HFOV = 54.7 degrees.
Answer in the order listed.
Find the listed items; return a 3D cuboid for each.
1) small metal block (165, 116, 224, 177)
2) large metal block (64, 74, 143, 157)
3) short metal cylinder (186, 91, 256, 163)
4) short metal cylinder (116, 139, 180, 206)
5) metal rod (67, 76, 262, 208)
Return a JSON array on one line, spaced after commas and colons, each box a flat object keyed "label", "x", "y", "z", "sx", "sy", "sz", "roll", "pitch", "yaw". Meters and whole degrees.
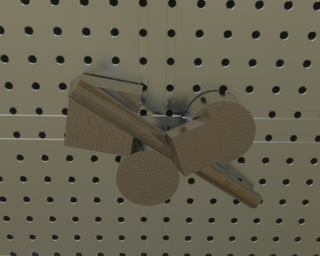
[{"label": "small metal block", "x": 0.039, "y": 0.020, "z": 0.357, "sx": 0.050, "sy": 0.025, "sz": 0.050, "roll": -23, "pitch": 109, "yaw": -11}, {"label": "large metal block", "x": -0.069, "y": -0.017, "z": 0.387, "sx": 0.081, "sy": 0.050, "sz": 0.079, "roll": 10, "pitch": 110, "yaw": -4}, {"label": "short metal cylinder", "x": 0.075, "y": -0.002, "z": 0.396, "sx": 0.081, "sy": 0.050, "sz": 0.079, "roll": 0, "pitch": 110, "yaw": 0}, {"label": "short metal cylinder", "x": -0.015, "y": 0.056, "z": 0.417, "sx": 0.081, "sy": 0.050, "sz": 0.079, "roll": 0, "pitch": 110, "yaw": 0}, {"label": "metal rod", "x": 0.025, "y": 0.031, "z": 0.384, "sx": 0.301, "sy": 0.025, "sz": 0.025, "roll": 33, "pitch": 107, "yaw": -27}]
